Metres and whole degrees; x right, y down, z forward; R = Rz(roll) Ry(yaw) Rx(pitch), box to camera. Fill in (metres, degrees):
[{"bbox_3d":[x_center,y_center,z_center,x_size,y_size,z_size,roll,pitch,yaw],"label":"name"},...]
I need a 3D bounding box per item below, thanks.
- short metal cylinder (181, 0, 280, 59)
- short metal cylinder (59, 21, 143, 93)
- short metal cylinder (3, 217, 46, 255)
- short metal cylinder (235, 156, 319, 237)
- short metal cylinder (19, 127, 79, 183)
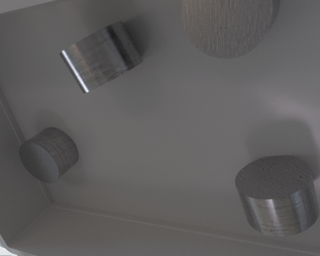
[{"bbox_3d":[0.066,-0.111,0.289,0.080,0.050,0.079,13,124,21],"label":"short metal cylinder"},{"bbox_3d":[-0.067,-0.081,0.358,0.080,0.080,0.050,-17,109,35],"label":"short metal cylinder"},{"bbox_3d":[-0.313,0.255,0.719,0.080,0.050,0.079,13,124,21],"label":"short metal cylinder"},{"bbox_3d":[0.131,0.074,0.350,0.080,0.080,0.050,-8,114,32],"label":"short metal cylinder"},{"bbox_3d":[-0.185,0.045,0.518,0.080,0.050,0.079,13,124,21],"label":"short metal cylinder"}]
